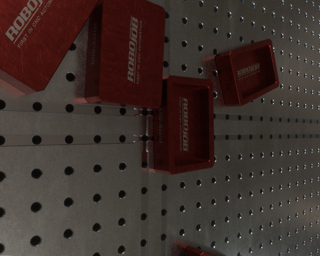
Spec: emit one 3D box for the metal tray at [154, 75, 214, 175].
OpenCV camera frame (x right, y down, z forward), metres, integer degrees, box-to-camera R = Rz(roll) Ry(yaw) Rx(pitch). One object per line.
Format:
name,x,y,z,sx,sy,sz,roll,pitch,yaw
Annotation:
metal tray,0.035,-0.005,0.437,0.091,0.030,0.129,-2,92,-40

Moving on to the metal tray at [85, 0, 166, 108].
metal tray,-0.039,-0.091,0.375,0.091,0.030,0.129,4,87,-40

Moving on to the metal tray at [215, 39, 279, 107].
metal tray,0.156,-0.098,0.539,0.131,0.030,0.089,-25,106,-37

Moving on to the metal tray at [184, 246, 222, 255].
metal tray,0.080,0.242,0.475,0.130,0.030,0.090,31,70,-36

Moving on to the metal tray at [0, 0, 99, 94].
metal tray,-0.127,-0.110,0.300,0.090,0.030,0.130,37,67,-34
